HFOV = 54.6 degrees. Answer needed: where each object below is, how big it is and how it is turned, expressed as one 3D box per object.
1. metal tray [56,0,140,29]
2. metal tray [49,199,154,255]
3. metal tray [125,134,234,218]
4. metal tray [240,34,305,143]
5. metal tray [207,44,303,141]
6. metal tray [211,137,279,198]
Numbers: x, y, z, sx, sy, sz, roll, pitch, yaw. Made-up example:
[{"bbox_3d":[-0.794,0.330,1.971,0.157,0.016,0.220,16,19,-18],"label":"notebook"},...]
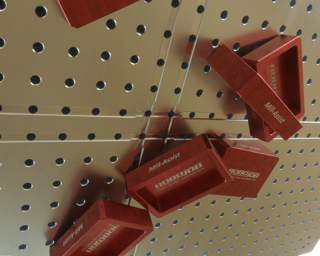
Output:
[{"bbox_3d":[-0.044,-0.161,0.284,0.131,0.030,0.090,-29,128,-10],"label":"metal tray"},{"bbox_3d":[-0.084,0.158,0.440,0.090,0.030,0.130,26,118,-37],"label":"metal tray"},{"bbox_3d":[0.028,0.072,0.443,0.130,0.030,0.090,-29,130,11],"label":"metal tray"},{"bbox_3d":[0.163,-0.055,0.443,0.090,0.030,0.129,-32,123,-21],"label":"metal tray"},{"bbox_3d":[0.125,-0.045,0.405,0.030,0.090,0.130,-44,130,15],"label":"metal tray"},{"bbox_3d":[0.130,0.070,0.522,0.131,0.030,0.090,13,112,-34],"label":"metal tray"}]
